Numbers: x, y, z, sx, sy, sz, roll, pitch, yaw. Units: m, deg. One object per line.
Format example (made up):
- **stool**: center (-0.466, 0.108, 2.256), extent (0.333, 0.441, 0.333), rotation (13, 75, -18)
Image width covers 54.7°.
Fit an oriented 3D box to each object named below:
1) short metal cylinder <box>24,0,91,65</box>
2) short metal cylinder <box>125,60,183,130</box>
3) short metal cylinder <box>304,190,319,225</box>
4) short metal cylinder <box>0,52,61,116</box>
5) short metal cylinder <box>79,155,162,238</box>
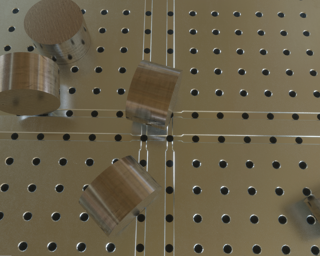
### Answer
- **short metal cylinder**: center (-0.146, -0.140, 0.448), extent (0.081, 0.050, 0.080), rotation (0, 70, 0)
- **short metal cylinder**: center (-0.006, -0.042, 0.398), extent (0.050, 0.080, 0.080), rotation (17, 71, 6)
- **short metal cylinder**: center (0.216, 0.087, 0.352), extent (0.080, 0.080, 0.050), rotation (-27, 73, -9)
- **short metal cylinder**: center (-0.172, -0.054, 0.401), extent (0.081, 0.080, 0.050), rotation (-7, 70, -3)
- **short metal cylinder**: center (-0.044, 0.077, 0.354), extent (0.080, 0.080, 0.050), rotation (-42, 76, -14)
